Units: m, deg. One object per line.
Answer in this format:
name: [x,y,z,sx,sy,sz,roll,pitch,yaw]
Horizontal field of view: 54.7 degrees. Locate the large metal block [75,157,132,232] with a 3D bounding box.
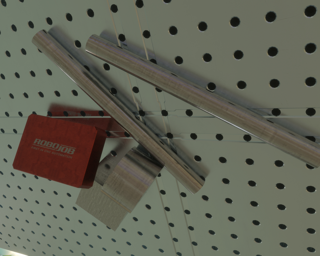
large metal block: [-0.081,0.108,0.502,0.080,0.050,0.079,34,129,5]

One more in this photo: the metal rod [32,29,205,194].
metal rod: [-0.055,-0.020,0.425,0.300,0.025,0.025,44,129,-3]

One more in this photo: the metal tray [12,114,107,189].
metal tray: [-0.154,0.033,0.473,0.130,0.030,0.090,11,80,22]

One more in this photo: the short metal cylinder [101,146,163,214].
short metal cylinder: [-0.038,0.073,0.439,0.050,0.080,0.079,35,129,6]

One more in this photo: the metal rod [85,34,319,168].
metal rod: [0.045,-0.037,0.363,0.301,0.025,0.025,28,128,10]
